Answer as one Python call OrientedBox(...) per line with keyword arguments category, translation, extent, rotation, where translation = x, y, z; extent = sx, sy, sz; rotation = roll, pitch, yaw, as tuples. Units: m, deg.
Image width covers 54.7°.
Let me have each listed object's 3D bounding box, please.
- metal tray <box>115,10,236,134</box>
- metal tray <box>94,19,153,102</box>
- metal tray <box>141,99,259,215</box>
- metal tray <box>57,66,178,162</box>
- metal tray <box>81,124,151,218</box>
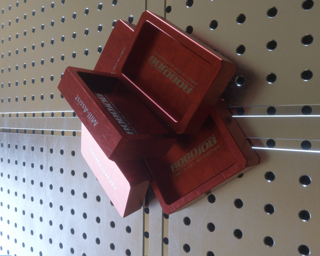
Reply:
OrientedBox(category="metal tray", translation=(0.011, -0.065, 0.356), extent=(0.130, 0.030, 0.089), rotation=(44, 116, 31))
OrientedBox(category="metal tray", translation=(-0.053, -0.076, 0.447), extent=(0.090, 0.030, 0.129), rotation=(46, 117, 30))
OrientedBox(category="metal tray", translation=(0.039, 0.035, 0.371), extent=(0.129, 0.030, 0.090), rotation=(-41, 66, 32))
OrientedBox(category="metal tray", translation=(-0.050, -0.019, 0.366), extent=(0.130, 0.091, 0.030), rotation=(48, 119, 29))
OrientedBox(category="metal tray", translation=(-0.068, 0.049, 0.435), extent=(0.130, 0.030, 0.089), rotation=(50, 145, 28))
